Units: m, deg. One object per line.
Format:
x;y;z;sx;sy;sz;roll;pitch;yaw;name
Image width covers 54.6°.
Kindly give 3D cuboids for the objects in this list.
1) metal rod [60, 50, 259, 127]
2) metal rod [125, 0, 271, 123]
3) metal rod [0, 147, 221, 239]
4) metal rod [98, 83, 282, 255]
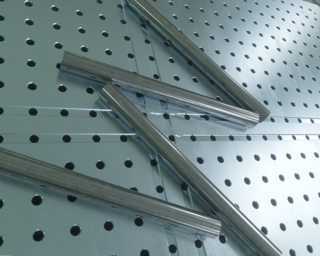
0.013;-0.050;0.444;0.302;0.025;0.025;15;56;-20;metal rod
0.061;-0.118;0.512;0.300;0.025;0.025;42;51;1;metal rod
-0.070;0.066;0.329;0.302;0.025;0.025;22;54;-15;metal rod
0.036;0.056;0.392;0.300;0.025;0.025;45;51;3;metal rod
